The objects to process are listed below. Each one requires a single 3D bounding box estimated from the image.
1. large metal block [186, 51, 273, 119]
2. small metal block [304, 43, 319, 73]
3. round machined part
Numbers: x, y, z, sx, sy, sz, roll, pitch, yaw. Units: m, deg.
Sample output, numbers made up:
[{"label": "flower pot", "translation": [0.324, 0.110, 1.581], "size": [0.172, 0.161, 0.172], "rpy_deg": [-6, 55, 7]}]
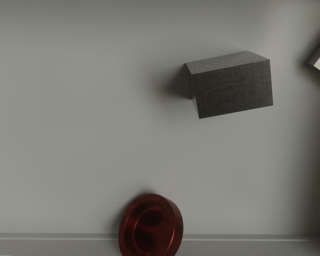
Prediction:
[{"label": "large metal block", "translation": [0.077, -0.054, 0.363], "size": [0.080, 0.080, 0.050], "rpy_deg": [-10, 110, 3]}, {"label": "small metal block", "translation": [0.220, -0.087, 0.382], "size": [0.050, 0.025, 0.050], "rpy_deg": [30, 107, -11]}, {"label": "round machined part", "translation": [-0.008, 0.145, 0.433], "size": [0.098, 0.098, 0.042], "rpy_deg": [-41, 134, 13]}]
